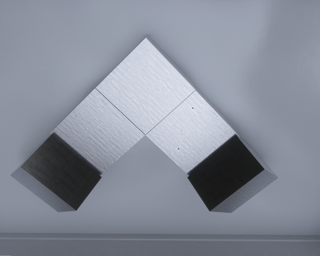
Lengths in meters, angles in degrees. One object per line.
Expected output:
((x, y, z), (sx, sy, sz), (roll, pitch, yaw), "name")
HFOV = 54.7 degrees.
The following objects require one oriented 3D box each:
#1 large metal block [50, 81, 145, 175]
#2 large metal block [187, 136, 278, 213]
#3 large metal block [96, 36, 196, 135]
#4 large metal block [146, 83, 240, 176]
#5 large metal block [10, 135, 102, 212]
((-0.075, -0.001, 0.395), (0.080, 0.050, 0.080), (-42, 105, 14), "large metal block")
((0.095, 0.064, 0.398), (0.080, 0.050, 0.080), (-42, 148, 14), "large metal block")
((-0.016, -0.053, 0.376), (0.080, 0.050, 0.080), (-42, 105, 14), "large metal block")
((0.040, 0.001, 0.397), (0.080, 0.050, 0.080), (-42, 105, 14), "large metal block")
((-0.134, 0.061, 0.394), (0.080, 0.050, 0.080), (44, 147, -15), "large metal block")
